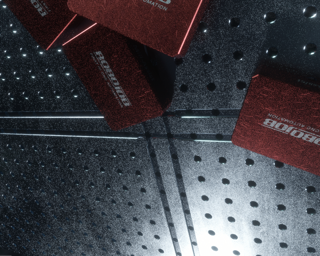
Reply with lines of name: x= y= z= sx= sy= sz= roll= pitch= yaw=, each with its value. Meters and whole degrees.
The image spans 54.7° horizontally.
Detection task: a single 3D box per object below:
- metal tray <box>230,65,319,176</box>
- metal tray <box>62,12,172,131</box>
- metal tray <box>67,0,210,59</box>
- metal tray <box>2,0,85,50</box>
metal tray: x=0.151 y=-0.003 z=0.326 sx=0.130 sy=0.030 sz=0.089 roll=21 pitch=126 yaw=15
metal tray: x=-0.054 y=-0.067 z=0.394 sx=0.090 sy=0.030 sz=0.130 roll=-18 pitch=109 yaw=34
metal tray: x=-0.019 y=-0.137 z=0.312 sx=0.130 sy=0.030 sz=0.089 roll=27 pitch=105 yaw=11
metal tray: x=-0.153 y=-0.174 z=0.379 sx=0.090 sy=0.030 sz=0.130 roll=-31 pitch=102 yaw=37
